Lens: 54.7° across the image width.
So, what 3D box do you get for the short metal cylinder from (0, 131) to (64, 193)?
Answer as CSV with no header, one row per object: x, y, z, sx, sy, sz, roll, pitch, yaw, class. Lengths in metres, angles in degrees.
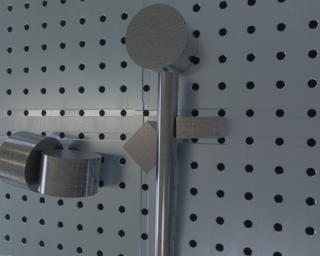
-0.185,0.048,0.449,0.050,0.080,0.079,11,94,19,short metal cylinder

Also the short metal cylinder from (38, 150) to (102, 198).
-0.123,0.060,0.427,0.080,0.080,0.050,7,93,20,short metal cylinder

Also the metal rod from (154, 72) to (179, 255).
0.007,0.081,0.390,0.025,0.025,0.298,4,99,20,metal rod

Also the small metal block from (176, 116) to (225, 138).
0.051,-0.001,0.381,0.050,0.050,0.025,-1,90,20,small metal block

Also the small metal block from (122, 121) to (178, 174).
-0.013,0.026,0.417,0.050,0.025,0.050,-46,76,14,small metal block

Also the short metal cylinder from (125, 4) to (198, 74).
0.003,-0.110,0.398,0.080,0.050,0.079,0,89,20,short metal cylinder
